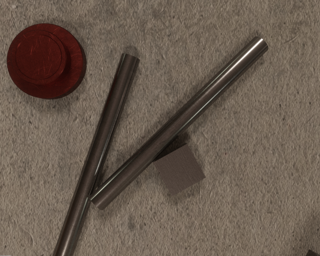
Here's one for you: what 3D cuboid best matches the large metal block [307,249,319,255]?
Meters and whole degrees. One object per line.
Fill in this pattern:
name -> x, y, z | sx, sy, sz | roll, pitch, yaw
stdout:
large metal block -> 0.208, 0.214, 0.385 | 0.050, 0.080, 0.080 | 29, 90, -1

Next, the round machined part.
round machined part -> -0.149, -0.087, 0.399 | 0.099, 0.042, 0.097 | 0, 90, -1

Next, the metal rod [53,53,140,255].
metal rod -> -0.087, 0.047, 0.408 | 0.025, 0.025, 0.298 | 19, 90, -1

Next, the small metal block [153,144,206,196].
small metal block -> 0.025, 0.054, 0.410 | 0.050, 0.025, 0.050 | -29, 91, -1

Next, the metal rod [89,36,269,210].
metal rod -> 0.026, -0.008, 0.404 | 0.300, 0.025, 0.025 | -44, 91, -3
